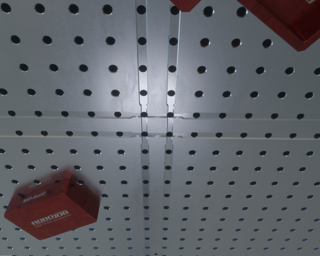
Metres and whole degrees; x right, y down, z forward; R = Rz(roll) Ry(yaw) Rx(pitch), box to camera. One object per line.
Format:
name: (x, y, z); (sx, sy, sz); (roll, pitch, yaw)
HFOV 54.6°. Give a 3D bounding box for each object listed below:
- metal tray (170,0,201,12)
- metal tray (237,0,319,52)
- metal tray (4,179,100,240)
metal tray: (0.036, -0.176, 0.258); (0.090, 0.030, 0.130); (35, 122, -26)
metal tray: (0.123, -0.132, 0.272); (0.131, 0.030, 0.090); (20, 130, -37)
metal tray: (-0.182, 0.142, 0.527); (0.130, 0.030, 0.090); (-23, 127, 18)
